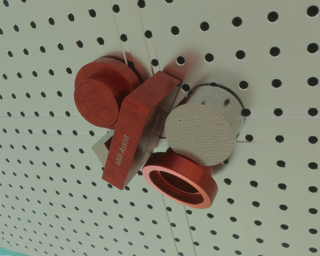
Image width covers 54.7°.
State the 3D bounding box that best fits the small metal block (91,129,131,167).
[{"bbox_3d":[-0.062,0.032,0.442,0.025,0.050,0.050,-16,110,34],"label":"small metal block"}]

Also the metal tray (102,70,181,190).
[{"bbox_3d":[-0.024,0.004,0.379,0.030,0.090,0.129,29,128,10],"label":"metal tray"}]

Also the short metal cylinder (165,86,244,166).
[{"bbox_3d":[0.052,-0.003,0.360,0.080,0.050,0.079,13,124,21],"label":"short metal cylinder"}]

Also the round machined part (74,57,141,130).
[{"bbox_3d":[-0.073,-0.039,0.408,0.098,0.042,0.097,13,124,21],"label":"round machined part"}]

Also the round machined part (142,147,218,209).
[{"bbox_3d":[0.030,0.060,0.402,0.098,0.042,0.098,23,151,14],"label":"round machined part"}]
